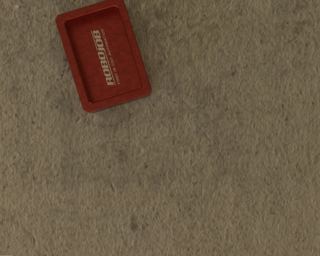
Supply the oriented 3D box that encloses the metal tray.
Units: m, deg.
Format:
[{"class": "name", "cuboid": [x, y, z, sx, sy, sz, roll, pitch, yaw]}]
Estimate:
[{"class": "metal tray", "cuboid": [-0.072, -0.093, 0.406, 0.090, 0.030, 0.129, -17, 90, 0]}]
